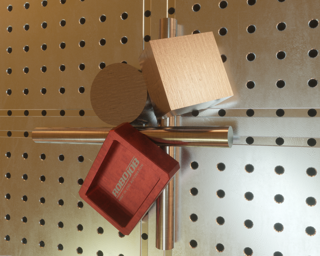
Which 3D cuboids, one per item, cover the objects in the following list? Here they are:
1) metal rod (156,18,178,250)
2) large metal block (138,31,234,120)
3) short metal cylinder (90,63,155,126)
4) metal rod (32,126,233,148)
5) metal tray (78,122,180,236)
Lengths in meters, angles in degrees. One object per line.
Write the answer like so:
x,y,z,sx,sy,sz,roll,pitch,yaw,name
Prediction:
0.009,0.008,0.409,0.025,0.025,0.298,1,91,20,metal rod
0.029,-0.061,0.368,0.081,0.050,0.080,-15,84,-21,large metal block
-0.045,-0.043,0.415,0.080,0.050,0.079,0,90,20,short metal cylinder
-0.055,0.011,0.414,0.300,0.025,0.025,0,90,27,metal rod
-0.044,0.068,0.398,0.090,0.030,0.129,38,123,10,metal tray
